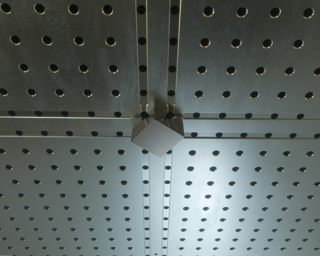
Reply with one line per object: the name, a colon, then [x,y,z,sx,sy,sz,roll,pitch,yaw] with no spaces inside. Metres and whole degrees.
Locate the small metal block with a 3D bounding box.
small metal block: [-0.003,0.007,0.417,0.050,0.025,0.050,31,124,-24]
